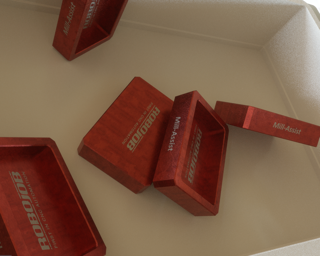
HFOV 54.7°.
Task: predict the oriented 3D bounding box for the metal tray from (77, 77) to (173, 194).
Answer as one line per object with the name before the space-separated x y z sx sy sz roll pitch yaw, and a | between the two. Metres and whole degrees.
metal tray | -0.028 0.004 0.386 0.090 0.030 0.130 36 51 -5

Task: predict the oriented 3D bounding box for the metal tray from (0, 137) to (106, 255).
metal tray | -0.110 0.070 0.271 0.130 0.030 0.090 59 19 15

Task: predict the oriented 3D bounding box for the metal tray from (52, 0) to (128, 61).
metal tray | -0.081 -0.151 0.388 0.030 0.129 0.090 44 51 1

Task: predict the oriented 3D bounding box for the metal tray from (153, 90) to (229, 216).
metal tray | 0.044 0.030 0.380 0.090 0.030 0.130 42 49 -35

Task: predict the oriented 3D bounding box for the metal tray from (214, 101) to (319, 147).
metal tray | 0.154 -0.007 0.454 0.131 0.090 0.030 13 95 -22
